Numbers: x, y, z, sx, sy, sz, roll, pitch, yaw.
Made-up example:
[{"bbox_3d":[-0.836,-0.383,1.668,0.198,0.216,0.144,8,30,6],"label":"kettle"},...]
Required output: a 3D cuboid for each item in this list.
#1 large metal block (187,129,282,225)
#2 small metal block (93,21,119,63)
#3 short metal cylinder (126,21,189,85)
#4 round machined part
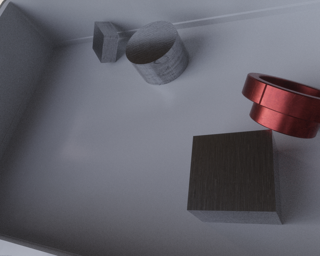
[{"bbox_3d":[0.077,0.051,0.317,0.080,0.050,0.080,-6,59,25],"label":"large metal block"},{"bbox_3d":[-0.093,-0.145,0.522,0.025,0.050,0.050,-9,46,-27],"label":"small metal block"},{"bbox_3d":[-0.003,-0.110,0.458,0.080,0.050,0.080,-13,56,20],"label":"short metal cylinder"},{"bbox_3d":[0.131,-0.022,0.316,0.098,0.099,0.042,30,115,37],"label":"round machined part"}]
